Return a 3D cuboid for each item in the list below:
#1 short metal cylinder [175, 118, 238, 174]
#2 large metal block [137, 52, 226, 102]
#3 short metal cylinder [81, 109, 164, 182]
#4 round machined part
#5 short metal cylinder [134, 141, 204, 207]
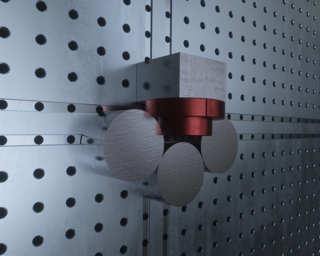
[{"bbox_3d":[0.069,0.024,0.451,0.081,0.050,0.079,0,90,-40],"label":"short metal cylinder"},{"bbox_3d":[0.027,-0.058,0.395,0.081,0.080,0.050,1,90,-40],"label":"large metal block"},{"bbox_3d":[-0.042,0.019,0.358,0.081,0.050,0.079,0,90,-40],"label":"short metal cylinder"},{"bbox_3d":[0.031,-0.011,0.385,0.099,0.098,0.042,2,88,-40],"label":"round machined part"},{"bbox_3d":[0.012,0.057,0.403,0.081,0.050,0.079,0,90,-40],"label":"short metal cylinder"}]
